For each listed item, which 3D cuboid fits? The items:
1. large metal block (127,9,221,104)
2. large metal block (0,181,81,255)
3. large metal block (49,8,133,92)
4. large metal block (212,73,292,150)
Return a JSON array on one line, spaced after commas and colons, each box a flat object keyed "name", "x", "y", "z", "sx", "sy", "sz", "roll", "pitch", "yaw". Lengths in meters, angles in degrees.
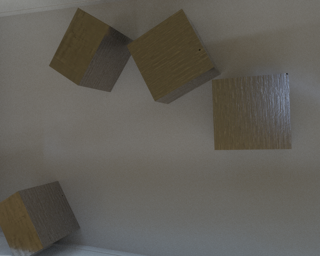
[{"name": "large metal block", "x": 0.018, "y": -0.086, "z": 0.390, "sx": 0.080, "sy": 0.050, "sz": 0.080, "roll": -29, "pitch": 81, "yaw": 17}, {"name": "large metal block", "x": -0.172, "y": 0.129, "z": 0.440, "sx": 0.050, "sy": 0.080, "sz": 0.080, "roll": -32, "pitch": 80, "yaw": 17}, {"name": "large metal block", "x": -0.085, "y": -0.098, "z": 0.410, "sx": 0.050, "sy": 0.080, "sz": 0.080, "roll": 34, "pitch": 101, "yaw": 16}, {"name": "large metal block", "x": 0.106, "y": -0.016, "z": 0.360, "sx": 0.080, "sy": 0.050, "sz": 0.079, "roll": -2, "pitch": 89, "yaw": 19}]
